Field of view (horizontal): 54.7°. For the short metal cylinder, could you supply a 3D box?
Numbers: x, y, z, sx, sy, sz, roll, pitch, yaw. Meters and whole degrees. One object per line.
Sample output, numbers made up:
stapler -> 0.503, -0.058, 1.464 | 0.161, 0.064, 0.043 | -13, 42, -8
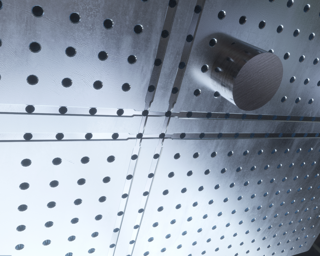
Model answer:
short metal cylinder -> 0.116, -0.070, 0.418 | 0.081, 0.050, 0.079 | -14, 125, -21
